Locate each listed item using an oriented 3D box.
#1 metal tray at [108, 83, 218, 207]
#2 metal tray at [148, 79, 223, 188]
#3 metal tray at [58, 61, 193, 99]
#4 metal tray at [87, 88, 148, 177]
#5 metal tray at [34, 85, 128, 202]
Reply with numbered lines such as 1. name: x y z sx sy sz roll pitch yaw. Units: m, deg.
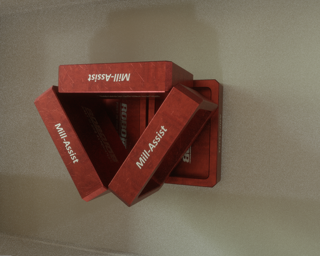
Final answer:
1. metal tray: 0.007 0.018 0.339 0.030 0.090 0.129 37 102 16
2. metal tray: 0.031 0.006 0.396 0.090 0.030 0.129 1 90 20
3. metal tray: -0.036 -0.051 0.354 0.130 0.090 0.030 2 91 20
4. metal tray: -0.055 0.003 0.427 0.090 0.030 0.129 1 89 20
5. metal tray: -0.083 0.015 0.371 0.030 0.090 0.130 -33 80 18
